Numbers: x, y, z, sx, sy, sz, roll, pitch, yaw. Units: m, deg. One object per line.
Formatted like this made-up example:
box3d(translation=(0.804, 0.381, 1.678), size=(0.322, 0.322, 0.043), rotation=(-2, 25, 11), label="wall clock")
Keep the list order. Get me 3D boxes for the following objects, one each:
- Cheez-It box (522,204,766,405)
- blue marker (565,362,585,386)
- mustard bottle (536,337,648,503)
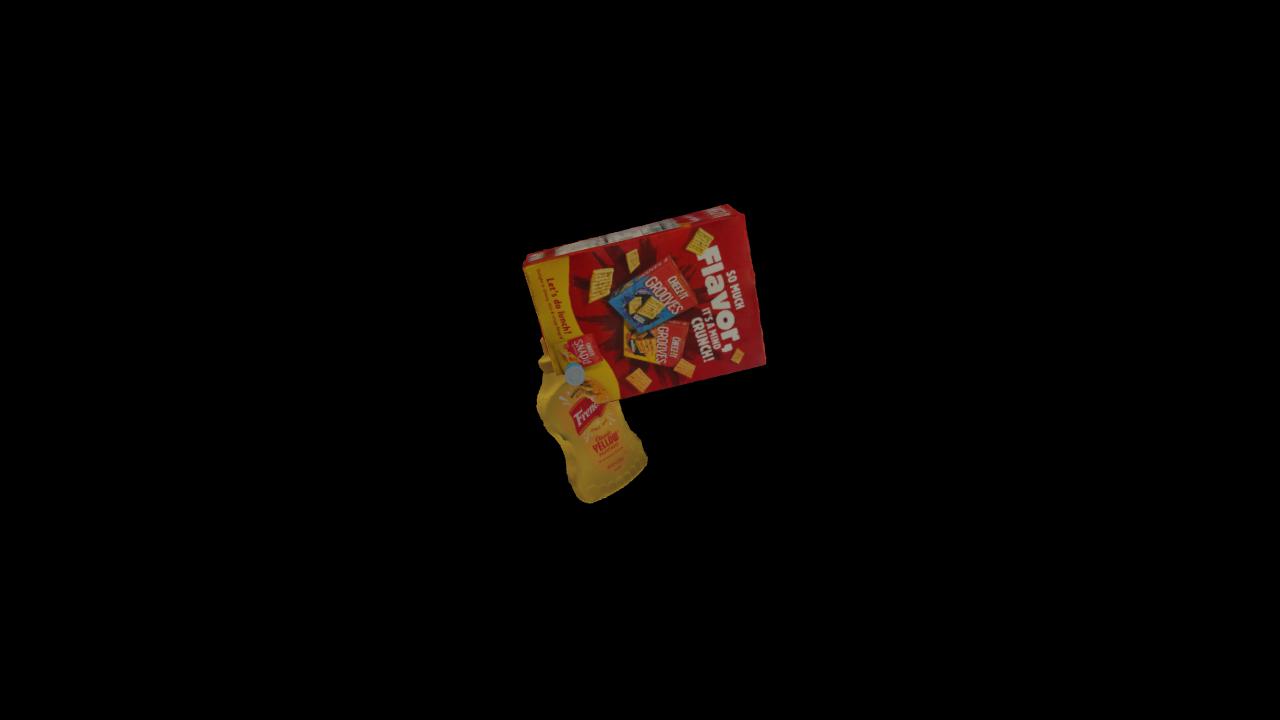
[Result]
box3d(translation=(0.008, -0.054, 0.642), size=(0.223, 0.166, 0.071), rotation=(-14, 24, 0), label="Cheez-It box")
box3d(translation=(-0.068, 0.010, 0.634), size=(0.020, 0.020, 0.121), rotation=(0, 5, -7), label="blue marker")
box3d(translation=(-0.063, 0.054, 0.662), size=(0.092, 0.184, 0.054), rotation=(-29, 16, -24), label="mustard bottle")
